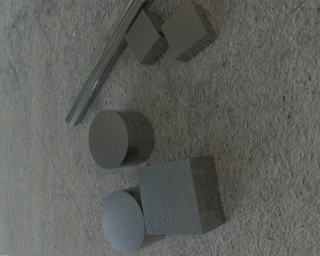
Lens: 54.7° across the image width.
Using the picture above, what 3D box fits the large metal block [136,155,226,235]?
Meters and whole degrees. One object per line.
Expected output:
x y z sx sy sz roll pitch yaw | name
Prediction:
0.024 0.080 0.369 0.080 0.050 0.080 -16 80 39 | large metal block

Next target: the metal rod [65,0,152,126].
-0.070 -0.118 0.462 0.025 0.025 0.298 52 120 27 | metal rod

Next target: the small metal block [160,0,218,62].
0.035 -0.117 0.376 0.050 0.025 0.050 -34 69 34 | small metal block

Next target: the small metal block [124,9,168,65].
-0.016 -0.120 0.414 0.050 0.025 0.050 -46 62 38 | small metal block

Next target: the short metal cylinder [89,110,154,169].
-0.055 0.015 0.434 0.080 0.050 0.080 0 90 40 | short metal cylinder

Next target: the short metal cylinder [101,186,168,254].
-0.033 0.120 0.416 0.080 0.050 0.080 0 90 40 | short metal cylinder
